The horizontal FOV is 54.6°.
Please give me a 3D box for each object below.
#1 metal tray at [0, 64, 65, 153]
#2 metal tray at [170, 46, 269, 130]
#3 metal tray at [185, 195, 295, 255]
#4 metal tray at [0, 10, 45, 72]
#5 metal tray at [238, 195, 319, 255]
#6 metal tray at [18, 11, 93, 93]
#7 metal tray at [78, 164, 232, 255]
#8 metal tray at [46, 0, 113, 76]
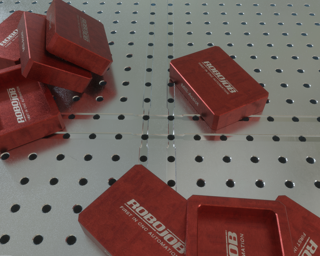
[{"bbox_3d":[-0.198,-0.035,0.433,0.091,0.030,0.130,-23,54,-18],"label":"metal tray"},{"bbox_3d":[0.083,-0.065,0.459,0.091,0.030,0.130,-22,53,-17],"label":"metal tray"},{"bbox_3d":[0.066,0.124,0.260,0.090,0.030,0.130,4,50,3],"label":"metal tray"},{"bbox_3d":[-0.239,-0.149,0.529,0.090,0.030,0.130,14,51,11],"label":"metal tray"},{"bbox_3d":[0.119,0.137,0.290,0.090,0.030,0.131,34,58,25],"label":"metal tray"},{"bbox_3d":[-0.161,-0.116,0.469,0.091,0.030,0.130,13,39,-39],"label":"metal tray"},{"bbox_3d":[-0.007,0.106,0.315,0.130,0.030,0.090,35,58,25],"label":"metal tray"},{"bbox_3d":[-0.128,-0.145,0.485,0.090,0.030,0.130,21,33,-35],"label":"metal tray"}]
